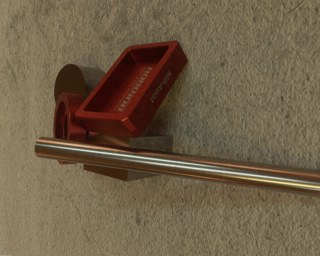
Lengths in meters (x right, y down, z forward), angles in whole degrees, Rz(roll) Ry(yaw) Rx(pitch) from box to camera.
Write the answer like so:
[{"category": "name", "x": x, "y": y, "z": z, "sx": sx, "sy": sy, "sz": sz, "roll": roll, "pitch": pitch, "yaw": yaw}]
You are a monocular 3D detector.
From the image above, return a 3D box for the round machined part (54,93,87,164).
[{"category": "round machined part", "x": -0.117, "y": 0.001, "z": 0.431, "sx": 0.098, "sy": 0.042, "sz": 0.097, "roll": -3, "pitch": 86, "yaw": 60}]

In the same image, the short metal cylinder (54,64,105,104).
[{"category": "short metal cylinder", "x": -0.122, "y": -0.057, "z": 0.488, "sx": 0.080, "sy": 0.050, "sz": 0.079, "roll": 0, "pitch": 90, "yaw": 39}]

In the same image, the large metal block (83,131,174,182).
[{"category": "large metal block", "x": -0.040, "y": 0.032, "z": 0.401, "sx": 0.080, "sy": 0.081, "sz": 0.050, "roll": 6, "pitch": 94, "yaw": 39}]

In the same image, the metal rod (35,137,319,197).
[{"category": "metal rod", "x": 0.006, "y": 0.037, "z": 0.323, "sx": 0.301, "sy": 0.025, "sz": 0.025, "roll": 6, "pitch": 94, "yaw": 15}]

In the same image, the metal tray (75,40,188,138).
[{"category": "metal tray", "x": -0.033, "y": -0.051, "z": 0.379, "sx": 0.090, "sy": 0.030, "sz": 0.130, "roll": 6, "pitch": 54, "yaw": 39}]
